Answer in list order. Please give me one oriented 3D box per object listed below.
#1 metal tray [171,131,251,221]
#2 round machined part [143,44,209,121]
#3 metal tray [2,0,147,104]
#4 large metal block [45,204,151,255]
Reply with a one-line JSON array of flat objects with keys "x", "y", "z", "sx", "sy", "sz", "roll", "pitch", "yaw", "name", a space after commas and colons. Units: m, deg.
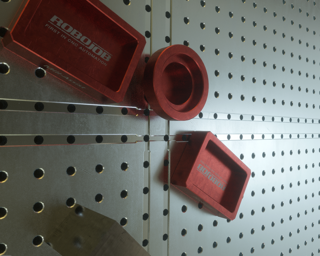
[{"x": 0.083, "y": 0.074, "z": 0.475, "sx": 0.130, "sy": 0.030, "sz": 0.090, "roll": 40, "pitch": 66, "yaw": -33, "name": "metal tray"}, {"x": 0.017, "y": -0.058, "z": 0.412, "sx": 0.099, "sy": 0.042, "sz": 0.097, "roll": 0, "pitch": 90, "yaw": -40, "name": "round machined part"}, {"x": -0.084, "y": -0.094, "z": 0.335, "sx": 0.131, "sy": 0.030, "sz": 0.090, "roll": 31, "pitch": 71, "yaw": -36, "name": "metal tray"}, {"x": -0.060, "y": 0.132, "z": 0.324, "sx": 0.050, "sy": 0.080, "sz": 0.080, "roll": -51, "pitch": 120, "yaw": -28, "name": "large metal block"}]
